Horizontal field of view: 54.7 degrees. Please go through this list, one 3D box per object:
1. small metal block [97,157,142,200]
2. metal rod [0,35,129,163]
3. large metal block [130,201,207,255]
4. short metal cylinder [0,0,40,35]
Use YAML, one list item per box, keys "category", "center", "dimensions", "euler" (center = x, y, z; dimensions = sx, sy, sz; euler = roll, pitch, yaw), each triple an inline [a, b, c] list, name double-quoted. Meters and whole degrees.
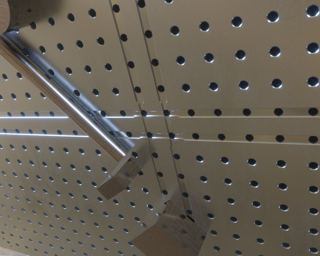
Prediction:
- category: "small metal block"
  center: [-0.062, 0.078, 0.476]
  dimensions: [0.025, 0.050, 0.050]
  euler: [48, 129, -5]
- category: "metal rod"
  center: [-0.165, -0.059, 0.461]
  dimensions: [0.300, 0.025, 0.025]
  euler: [43, 129, -2]
- category: "large metal block"
  center: [0.013, 0.177, 0.497]
  dimensions: [0.080, 0.050, 0.080]
  euler: [42, 129, -1]
- category: "short metal cylinder"
  center: [-0.206, -0.166, 0.401]
  dimensions: [0.080, 0.050, 0.079]
  euler: [13, 124, 21]
